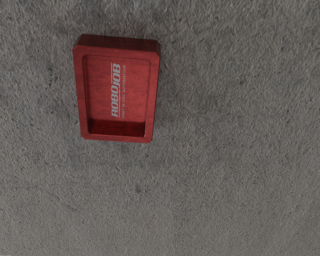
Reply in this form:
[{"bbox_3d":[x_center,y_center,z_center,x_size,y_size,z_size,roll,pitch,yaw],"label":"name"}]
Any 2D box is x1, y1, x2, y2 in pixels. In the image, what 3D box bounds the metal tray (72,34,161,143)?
[{"bbox_3d":[-0.050,-0.041,0.368,0.091,0.030,0.129,4,130,-4],"label":"metal tray"}]
